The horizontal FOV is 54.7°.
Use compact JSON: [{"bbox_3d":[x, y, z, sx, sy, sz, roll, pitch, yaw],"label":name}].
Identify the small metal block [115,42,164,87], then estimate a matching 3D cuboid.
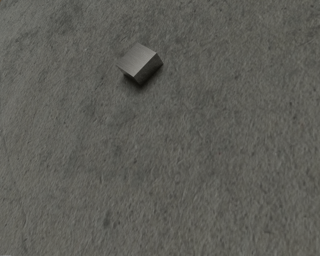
[{"bbox_3d":[-0.032,-0.099,0.480,0.050,0.025,0.050,-47,52,-5],"label":"small metal block"}]
